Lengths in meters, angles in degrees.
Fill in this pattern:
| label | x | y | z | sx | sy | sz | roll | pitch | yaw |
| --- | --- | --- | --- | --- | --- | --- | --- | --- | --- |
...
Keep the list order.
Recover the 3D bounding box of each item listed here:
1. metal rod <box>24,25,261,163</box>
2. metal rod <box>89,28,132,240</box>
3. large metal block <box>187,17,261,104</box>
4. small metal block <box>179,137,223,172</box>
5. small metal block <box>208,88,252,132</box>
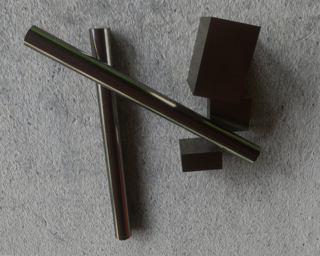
| label | x | y | z | sx | sy | sz | roll | pitch | yaw |
| --- | --- | --- | --- | --- | --- | --- | --- | --- | --- |
| metal rod | -0.012 | -0.034 | 0.368 | 0.301 | 0.025 | 0.025 | 27 | 108 | -10 |
| metal rod | -0.063 | 0.022 | 0.416 | 0.025 | 0.025 | 0.298 | -3 | 110 | 1 |
| large metal block | 0.067 | -0.080 | 0.352 | 0.050 | 0.080 | 0.079 | 10 | 109 | -4 |
| small metal block | 0.052 | 0.034 | 0.410 | 0.050 | 0.050 | 0.025 | -5 | 110 | 1 |
| small metal block | 0.087 | -0.022 | 0.396 | 0.050 | 0.025 | 0.050 | -5 | 127 | 1 |
